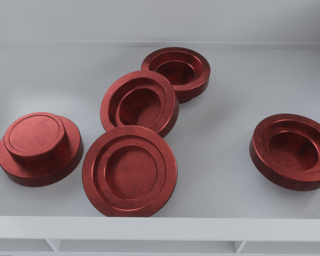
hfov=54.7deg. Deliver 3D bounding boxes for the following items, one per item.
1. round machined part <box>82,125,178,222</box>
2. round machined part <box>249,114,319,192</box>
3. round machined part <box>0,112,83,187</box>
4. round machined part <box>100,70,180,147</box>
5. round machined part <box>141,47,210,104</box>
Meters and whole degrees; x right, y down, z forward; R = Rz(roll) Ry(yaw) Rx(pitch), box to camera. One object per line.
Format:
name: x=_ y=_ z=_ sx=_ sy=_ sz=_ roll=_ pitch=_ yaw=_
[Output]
round machined part: x=-0.030 y=0.049 z=0.335 sx=0.099 sy=0.042 sz=0.098 roll=-1 pitch=79 yaw=6
round machined part: x=0.156 y=0.032 z=0.369 sx=0.099 sy=0.042 sz=0.098 roll=0 pitch=50 yaw=0
round machined part: x=-0.147 y=0.019 z=0.376 sx=0.099 sy=0.042 sz=0.098 roll=0 pitch=50 yaw=0
round machined part: x=-0.022 y=-0.021 z=0.395 sx=0.098 sy=0.042 sz=0.098 roll=-7 pitch=67 yaw=17
round machined part: x=0.022 y=-0.073 z=0.456 sx=0.099 sy=0.042 sz=0.098 roll=0 pitch=50 yaw=0
